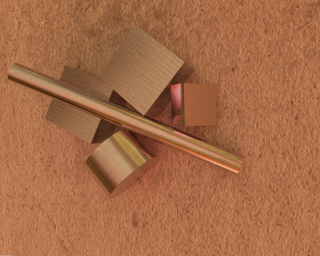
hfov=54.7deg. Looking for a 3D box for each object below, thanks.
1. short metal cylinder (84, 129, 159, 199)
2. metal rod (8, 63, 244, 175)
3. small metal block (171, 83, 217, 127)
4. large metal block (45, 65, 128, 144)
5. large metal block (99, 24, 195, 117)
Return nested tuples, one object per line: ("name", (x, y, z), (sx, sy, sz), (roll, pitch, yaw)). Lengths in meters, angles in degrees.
("short metal cylinder", (-0.048, 0.045, 0.397), (0.080, 0.080, 0.050), (-46, 76, 14))
("metal rod", (-0.043, -0.012, 0.381), (0.301, 0.025, 0.025), (22, 98, 2))
("small metal block", (0.042, -0.027, 0.380), (0.025, 0.050, 0.050), (-2, 89, 56))
("large metal block", (-0.100, -0.032, 0.432), (0.080, 0.050, 0.080), (26, 99, 18))
("large metal block", (-0.016, -0.071, 0.400), (0.080, 0.050, 0.080), (41, 103, 15))
